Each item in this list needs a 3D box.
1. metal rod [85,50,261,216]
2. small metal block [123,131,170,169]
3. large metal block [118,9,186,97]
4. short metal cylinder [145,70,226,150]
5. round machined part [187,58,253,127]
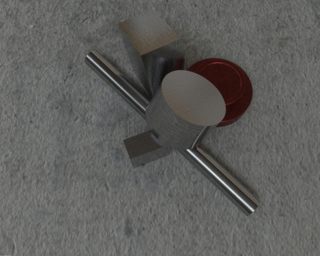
[{"bbox_3d":[0.008,-0.002,0.411,0.300,0.025,0.025,43,75,14],"label":"metal rod"},{"bbox_3d":[-0.016,0.025,0.387,0.050,0.050,0.025,-20,71,-8],"label":"small metal block"},{"bbox_3d":[-0.007,-0.093,0.403,0.050,0.080,0.080,-26,50,-8],"label":"large metal block"},{"bbox_3d":[0.029,-0.021,0.365,0.081,0.050,0.080,14,51,-18],"label":"short metal cylinder"},{"bbox_3d":[0.077,-0.054,0.420,0.099,0.042,0.098,0,70,-1],"label":"round machined part"}]
